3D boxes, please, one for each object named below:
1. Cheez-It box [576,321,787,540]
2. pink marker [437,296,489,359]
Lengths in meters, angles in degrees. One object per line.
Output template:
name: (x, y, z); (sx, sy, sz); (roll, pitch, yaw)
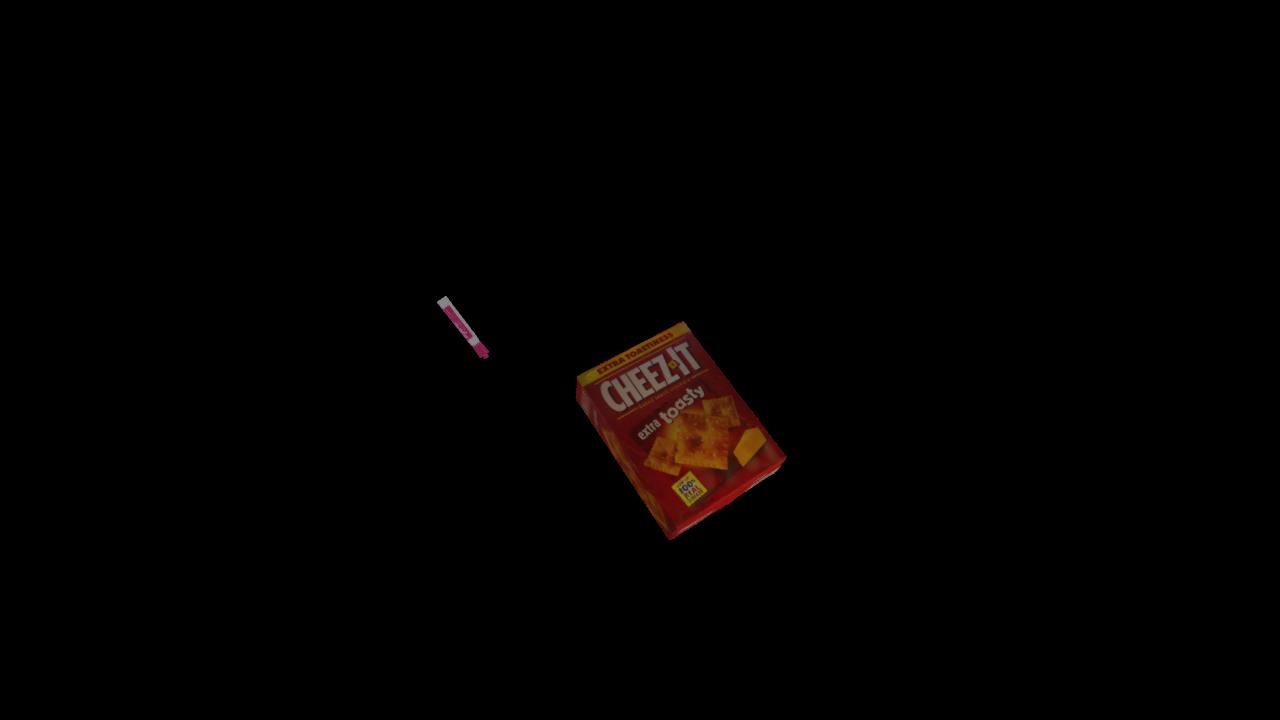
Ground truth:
Cheez-It box: (0.046, 0.081, 0.761); (0.166, 0.223, 0.071); (-27, -23, -20)
pink marker: (-0.292, -0.052, 1.023); (0.020, 0.121, 0.020); (-34, 11, 8)
